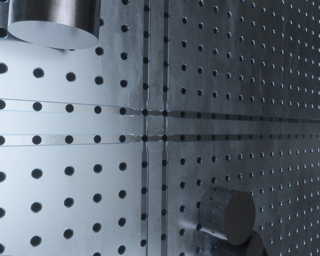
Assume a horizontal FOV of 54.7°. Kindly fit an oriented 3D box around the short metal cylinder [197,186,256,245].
[{"bbox_3d":[0.105,0.135,0.484,0.081,0.050,0.079,0,90,-40],"label":"short metal cylinder"}]

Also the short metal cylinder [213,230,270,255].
[{"bbox_3d":[0.131,0.206,0.487,0.080,0.080,0.050,-44,117,-31],"label":"short metal cylinder"}]

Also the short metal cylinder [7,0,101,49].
[{"bbox_3d":[-0.097,-0.111,0.292,0.081,0.080,0.050,5,87,-40],"label":"short metal cylinder"}]
